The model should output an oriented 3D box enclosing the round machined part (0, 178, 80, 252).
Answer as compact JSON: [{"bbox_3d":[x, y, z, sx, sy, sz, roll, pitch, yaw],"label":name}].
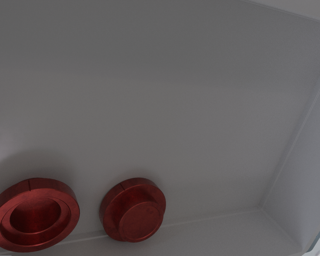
[{"bbox_3d":[-0.152,0.100,0.376,0.099,0.042,0.097,-14,124,-21],"label":"round machined part"}]

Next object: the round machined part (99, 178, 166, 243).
[{"bbox_3d":[-0.034,0.125,0.448,0.099,0.042,0.097,-12,116,-24],"label":"round machined part"}]
